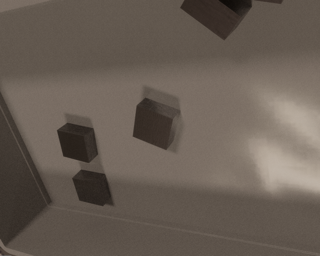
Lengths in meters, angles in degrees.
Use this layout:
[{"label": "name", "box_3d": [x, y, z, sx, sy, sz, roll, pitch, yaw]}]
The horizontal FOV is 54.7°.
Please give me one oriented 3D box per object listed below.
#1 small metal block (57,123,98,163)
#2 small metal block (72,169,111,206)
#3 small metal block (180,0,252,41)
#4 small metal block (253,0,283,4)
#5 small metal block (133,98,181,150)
[{"label": "small metal block", "box_3d": [-0.129, 0.023, 0.489, 0.050, 0.025, 0.050, 11, 123, 22]}, {"label": "small metal block", "box_3d": [-0.117, 0.102, 0.531, 0.050, 0.025, 0.050, 6, 121, 24]}, {"label": "small metal block", "box_3d": [0.054, -0.114, 0.293, 0.050, 0.050, 0.025, 38, 129, 2]}, {"label": "small metal block", "box_3d": [0.085, -0.128, 0.268, 0.050, 0.050, 0.025, 16, 125, 18]}, {"label": "small metal block", "box_3d": [-0.005, -0.006, 0.407, 0.050, 0.025, 0.050, 21, 126, 15]}]
